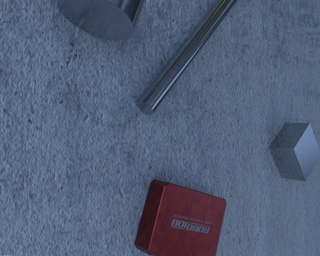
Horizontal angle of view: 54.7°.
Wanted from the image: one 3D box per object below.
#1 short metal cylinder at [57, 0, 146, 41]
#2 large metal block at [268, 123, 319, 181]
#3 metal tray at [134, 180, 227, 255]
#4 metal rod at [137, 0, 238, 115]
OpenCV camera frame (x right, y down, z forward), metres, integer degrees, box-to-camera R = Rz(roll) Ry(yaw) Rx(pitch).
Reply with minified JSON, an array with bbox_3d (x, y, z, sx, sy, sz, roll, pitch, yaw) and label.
[{"bbox_3d":[-0.057,-0.135,0.320,0.080,0.080,0.050,28,73,-37],"label":"short metal cylinder"},{"bbox_3d":[0.268,0.046,0.614,0.080,0.050,0.080,-44,117,-31],"label":"large metal block"},{"bbox_3d":[0.034,0.130,0.430,0.131,0.030,0.090,24,75,-38],"label":"metal tray"},{"bbox_3d":[0.060,-0.135,0.454,0.025,0.025,0.301,51,60,-28],"label":"metal rod"}]
